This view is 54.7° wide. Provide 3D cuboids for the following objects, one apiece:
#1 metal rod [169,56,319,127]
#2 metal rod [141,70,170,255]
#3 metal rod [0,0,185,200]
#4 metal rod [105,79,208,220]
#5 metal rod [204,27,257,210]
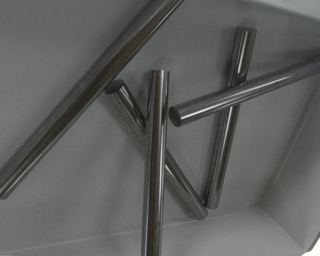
[{"bbox_3d":[0.143,-0.060,0.421,0.302,0.025,0.025,-21,127,-27],"label":"metal rod"},{"bbox_3d":[-0.008,0.081,0.376,0.025,0.025,0.298,1,93,-29],"label":"metal rod"},{"bbox_3d":[-0.082,-0.037,0.340,0.300,0.025,0.025,-47,129,5],"label":"metal rod"},{"bbox_3d":[0.010,0.051,0.445,0.025,0.025,0.299,-36,129,-5],"label":"metal rod"},{"bbox_3d":[0.099,0.004,0.465,0.025,0.025,0.298,-10,123,-23],"label":"metal rod"}]
